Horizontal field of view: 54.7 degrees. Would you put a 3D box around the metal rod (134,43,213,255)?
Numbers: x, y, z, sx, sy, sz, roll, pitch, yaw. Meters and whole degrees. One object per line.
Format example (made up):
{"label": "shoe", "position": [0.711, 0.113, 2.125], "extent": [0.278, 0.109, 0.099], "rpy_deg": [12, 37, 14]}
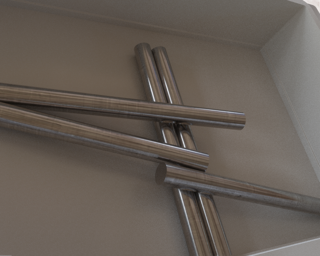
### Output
{"label": "metal rod", "position": [0.010, 0.013, 0.401], "extent": [0.025, 0.025, 0.299], "rpy_deg": [-1, 62, -29]}

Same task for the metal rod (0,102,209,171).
{"label": "metal rod", "position": [-0.088, 0.006, 0.338], "extent": [0.302, 0.025, 0.025], "rpy_deg": [15, 56, -14]}

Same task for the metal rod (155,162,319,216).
{"label": "metal rod", "position": [0.131, 0.086, 0.402], "extent": [0.302, 0.025, 0.025], "rpy_deg": [16, 55, -26]}

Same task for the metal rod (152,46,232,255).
{"label": "metal rod", "position": [0.034, 0.015, 0.412], "extent": [0.025, 0.025, 0.299], "rpy_deg": [-1, 62, -29]}

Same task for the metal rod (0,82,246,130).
{"label": "metal rod", "position": [-0.034, -0.023, 0.376], "extent": [0.302, 0.025, 0.025], "rpy_deg": [6, 59, -18]}
